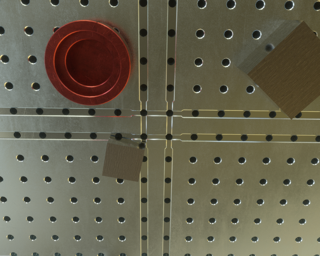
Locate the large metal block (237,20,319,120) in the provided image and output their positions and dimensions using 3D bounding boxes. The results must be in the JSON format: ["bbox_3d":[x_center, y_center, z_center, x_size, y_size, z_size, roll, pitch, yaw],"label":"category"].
[{"bbox_3d":[0.156,-0.071,0.375,0.080,0.050,0.080,41,105,-14],"label":"large metal block"}]

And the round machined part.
[{"bbox_3d":[-0.083,-0.080,0.374,0.099,0.042,0.097,0,110,0],"label":"round machined part"}]

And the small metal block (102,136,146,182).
[{"bbox_3d":[-0.050,0.043,0.429,0.050,0.025,0.050,11,110,-4],"label":"small metal block"}]
